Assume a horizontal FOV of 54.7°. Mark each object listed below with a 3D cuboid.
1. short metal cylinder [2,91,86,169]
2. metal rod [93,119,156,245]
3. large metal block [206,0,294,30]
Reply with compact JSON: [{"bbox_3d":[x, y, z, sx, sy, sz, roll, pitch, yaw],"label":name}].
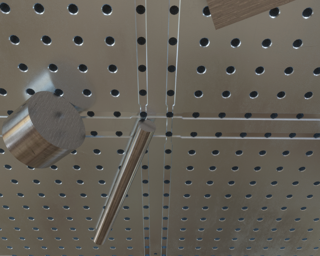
[{"bbox_3d":[-0.139,0.002,0.376,0.050,0.080,0.080,-33,123,24],"label":"short metal cylinder"},{"bbox_3d":[-0.066,0.104,0.499,0.025,0.025,0.298,15,129,-12],"label":"metal rod"},{"bbox_3d":[0.073,-0.146,0.271,0.080,0.050,0.080,-18,128,14],"label":"large metal block"}]
